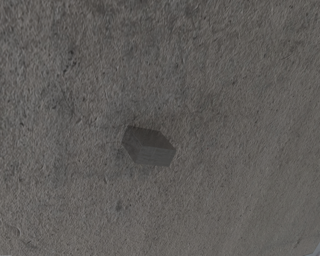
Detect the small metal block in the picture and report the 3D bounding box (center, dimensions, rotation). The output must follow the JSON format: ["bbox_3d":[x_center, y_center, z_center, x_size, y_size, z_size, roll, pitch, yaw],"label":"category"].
[{"bbox_3d":[-0.015,0.023,0.396,0.050,0.050,0.025,11,113,-33],"label":"small metal block"}]
